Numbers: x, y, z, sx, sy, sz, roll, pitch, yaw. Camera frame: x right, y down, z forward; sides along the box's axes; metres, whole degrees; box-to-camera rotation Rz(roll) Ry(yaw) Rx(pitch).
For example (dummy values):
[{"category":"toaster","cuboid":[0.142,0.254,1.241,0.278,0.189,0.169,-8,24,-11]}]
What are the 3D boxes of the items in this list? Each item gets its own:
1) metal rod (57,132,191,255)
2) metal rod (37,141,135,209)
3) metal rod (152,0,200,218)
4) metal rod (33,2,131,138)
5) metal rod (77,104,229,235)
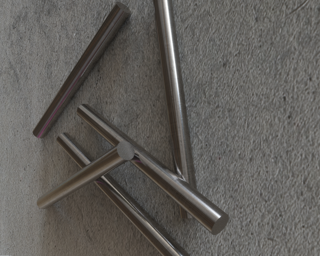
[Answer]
[{"category":"metal rod","cuboid":[-0.070,0.093,0.462,0.300,0.025,0.025,37,113,34]},{"category":"metal rod","cuboid":[-0.132,0.085,0.484,0.299,0.025,0.025,-32,70,45]},{"category":"metal rod","cuboid":[0.018,-0.041,0.389,0.025,0.025,0.298,-12,83,39]},{"category":"metal rod","cuboid":[-0.143,-0.082,0.523,0.299,0.025,0.025,-46,63,30]},{"category":"metal rod","cuboid":[-0.032,0.034,0.409,0.300,0.025,0.025,34,111,42]}]
